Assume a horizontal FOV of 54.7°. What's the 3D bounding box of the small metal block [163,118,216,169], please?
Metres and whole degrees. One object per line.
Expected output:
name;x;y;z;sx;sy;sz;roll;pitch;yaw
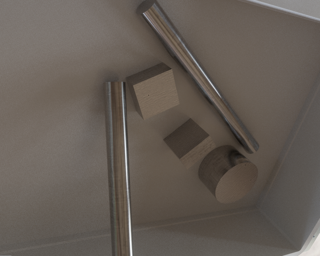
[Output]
small metal block;0.040;0.021;0.429;0.050;0.050;0.025;-38;130;-3

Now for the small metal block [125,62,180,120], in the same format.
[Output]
small metal block;-0.008;-0.045;0.378;0.050;0.025;0.050;-25;128;-13

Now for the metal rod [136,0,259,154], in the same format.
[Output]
metal rod;0.069;-0.048;0.418;0.025;0.025;0.300;-45;130;2

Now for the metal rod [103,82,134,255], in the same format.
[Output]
metal rod;-0.046;0.097;0.361;0.025;0.025;0.298;-4;94;-27

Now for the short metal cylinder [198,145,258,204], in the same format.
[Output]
short metal cylinder;0.110;0.075;0.501;0.081;0.050;0.079;-14;125;-21
